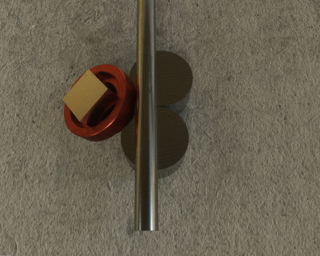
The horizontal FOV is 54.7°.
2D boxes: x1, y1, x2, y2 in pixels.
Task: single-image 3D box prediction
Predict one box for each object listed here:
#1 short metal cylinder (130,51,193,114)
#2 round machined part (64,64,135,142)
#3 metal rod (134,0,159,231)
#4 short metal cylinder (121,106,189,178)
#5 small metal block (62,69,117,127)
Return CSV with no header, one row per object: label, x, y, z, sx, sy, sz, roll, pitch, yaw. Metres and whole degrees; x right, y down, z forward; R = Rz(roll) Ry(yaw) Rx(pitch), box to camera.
short metal cylinder,0.001,-0.056,0.417,0.081,0.050,0.080,0,70,0
round machined part,-0.071,-0.028,0.396,0.098,0.042,0.098,-12,64,26
metal rod,-0.016,-0.035,0.369,0.025,0.025,0.299,-1,70,0
short metal cylinder,-0.006,0.019,0.388,0.081,0.050,0.080,0,69,0
small metal block,-0.084,-0.036,0.379,0.050,0.025,0.050,-48,54,4
